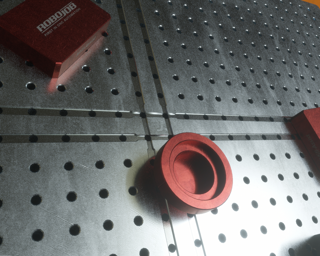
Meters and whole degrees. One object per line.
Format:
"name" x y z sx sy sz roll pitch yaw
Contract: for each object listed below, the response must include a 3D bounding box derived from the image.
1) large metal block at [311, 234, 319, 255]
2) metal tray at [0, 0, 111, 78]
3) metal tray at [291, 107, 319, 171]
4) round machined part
"large metal block" 0.262 0.177 0.405 0.080 0.080 0.050 38 51 -3
"metal tray" -0.137 -0.136 0.414 0.090 0.030 0.130 35 51 -6
"metal tray" 0.301 0.026 0.550 0.091 0.030 0.130 -9 66 -32
"round machined part" 0.037 0.058 0.381 0.099 0.042 0.098 14 56 -21
